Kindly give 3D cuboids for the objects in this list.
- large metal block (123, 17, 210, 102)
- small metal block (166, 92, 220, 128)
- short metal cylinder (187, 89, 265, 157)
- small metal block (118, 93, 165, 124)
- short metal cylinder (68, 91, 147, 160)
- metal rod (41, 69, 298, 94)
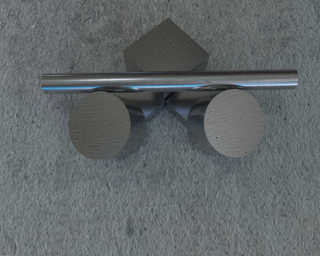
[{"bbox_3d":[0.008,-0.090,0.427,0.080,0.050,0.080,-40,75,-13],"label":"large metal block"},{"bbox_3d":[0.044,-0.031,0.420,0.050,0.025,0.050,-42,75,-14],"label":"small metal block"},{"bbox_3d":[0.080,-0.005,0.384,0.081,0.050,0.080,0,89,-18],"label":"short metal cylinder"},{"bbox_3d":[-0.029,-0.032,0.421,0.050,0.025,0.050,-41,75,-15],"label":"small metal block"},{"bbox_3d":[-0.063,-0.002,0.381,0.080,0.050,0.080,-1,87,18],"label":"short metal cylinder"},{"bbox_3d":[0.012,-0.056,0.375,0.302,0.025,0.025,-1,70,-1],"label":"metal rod"}]
